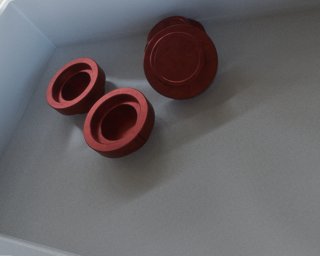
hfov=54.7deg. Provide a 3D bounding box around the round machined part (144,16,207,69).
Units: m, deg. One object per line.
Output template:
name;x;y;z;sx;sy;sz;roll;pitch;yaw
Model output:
round machined part;0.020;-0.127;0.461;0.098;0.042;0.098;-13;56;20

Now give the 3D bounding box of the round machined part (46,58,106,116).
round machined part;-0.129;-0.061;0.498;0.098;0.042;0.098;-13;56;20

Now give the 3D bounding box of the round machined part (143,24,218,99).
round machined part;0.025;-0.086;0.403;0.098;0.042;0.097;1;93;12

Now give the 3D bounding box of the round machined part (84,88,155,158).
round machined part;-0.051;-0.003;0.422;0.098;0.042;0.098;-13;56;20
